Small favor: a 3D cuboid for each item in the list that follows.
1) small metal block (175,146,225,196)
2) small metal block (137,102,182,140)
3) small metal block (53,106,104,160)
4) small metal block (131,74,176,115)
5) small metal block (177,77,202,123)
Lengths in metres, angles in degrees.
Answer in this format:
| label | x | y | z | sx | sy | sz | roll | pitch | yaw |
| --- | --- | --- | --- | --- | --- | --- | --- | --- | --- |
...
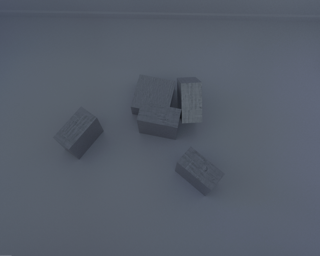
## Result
| label | x | y | z | sx | sy | sz | roll | pitch | yaw |
| --- | --- | --- | --- | --- | --- | --- | --- | --- | --- |
| small metal block | 0.047 | 0.054 | 0.377 | 0.050 | 0.050 | 0.025 | 39 | 75 | 13 |
| small metal block | -0.001 | -0.008 | 0.399 | 0.050 | 0.050 | 0.025 | 11 | 71 | 4 |
| small metal block | -0.101 | 0.008 | 0.392 | 0.025 | 0.050 | 0.050 | 35 | 74 | 11 |
| small metal block | -0.009 | -0.041 | 0.425 | 0.050 | 0.025 | 0.050 | 12 | 70 | 4 |
| small metal block | 0.038 | -0.037 | 0.400 | 0.025 | 0.050 | 0.050 | -3 | 107 | -2 |
